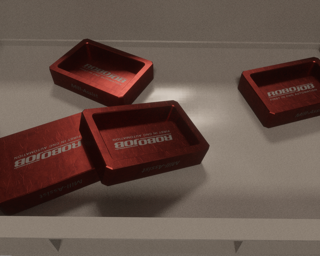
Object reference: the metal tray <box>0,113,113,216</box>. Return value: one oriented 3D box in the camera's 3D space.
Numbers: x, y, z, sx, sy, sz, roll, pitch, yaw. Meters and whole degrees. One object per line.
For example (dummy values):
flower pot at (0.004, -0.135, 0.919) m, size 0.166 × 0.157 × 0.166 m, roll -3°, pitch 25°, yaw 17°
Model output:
metal tray at (-0.129, 0.036, 0.370) m, size 0.131 × 0.030 × 0.090 m, roll -20°, pitch 53°, yaw -17°

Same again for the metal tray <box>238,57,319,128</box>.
metal tray at (0.193, -0.055, 0.450) m, size 0.131 × 0.030 × 0.090 m, roll -13°, pitch 51°, yaw -11°

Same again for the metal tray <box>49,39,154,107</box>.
metal tray at (-0.087, -0.084, 0.470) m, size 0.130 × 0.030 × 0.090 m, roll 23°, pitch 54°, yaw 18°

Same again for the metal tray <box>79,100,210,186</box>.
metal tray at (-0.018, 0.012, 0.367) m, size 0.131 × 0.030 × 0.090 m, roll -9°, pitch 49°, yaw -30°
